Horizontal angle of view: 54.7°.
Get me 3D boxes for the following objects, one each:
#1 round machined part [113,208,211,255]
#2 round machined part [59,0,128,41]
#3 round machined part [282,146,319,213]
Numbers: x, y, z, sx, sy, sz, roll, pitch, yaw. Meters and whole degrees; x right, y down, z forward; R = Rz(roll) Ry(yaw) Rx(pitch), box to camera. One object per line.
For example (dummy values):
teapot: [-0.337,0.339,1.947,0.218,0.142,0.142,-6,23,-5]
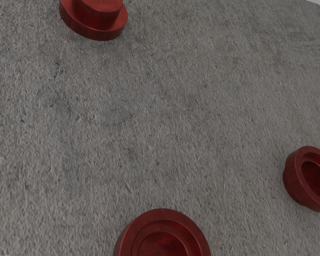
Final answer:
round machined part: [-0.001,0.135,0.310,0.099,0.042,0.098,14,56,-21]
round machined part: [-0.093,-0.179,0.451,0.099,0.042,0.098,14,56,-21]
round machined part: [0.226,0.079,0.466,0.099,0.042,0.098,14,56,-21]
